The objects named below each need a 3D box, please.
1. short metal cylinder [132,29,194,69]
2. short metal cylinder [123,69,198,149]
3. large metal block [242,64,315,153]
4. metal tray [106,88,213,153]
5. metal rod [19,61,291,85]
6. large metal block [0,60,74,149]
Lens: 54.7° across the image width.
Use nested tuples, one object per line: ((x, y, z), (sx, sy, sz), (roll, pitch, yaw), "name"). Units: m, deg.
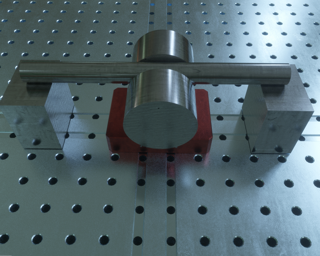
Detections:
((0.004, -0.078, 0.398), (0.080, 0.080, 0.050), (1, 50, 0), "short metal cylinder")
((0.001, -0.020, 0.350), (0.080, 0.080, 0.050), (1, 50, 0), "short metal cylinder")
((0.143, -0.024, 0.391), (0.050, 0.080, 0.080), (1, 50, 1), "large metal block")
((0.000, -0.012, 0.414), (0.131, 0.030, 0.090), (1, 50, 1), "metal tray")
((-0.005, -0.063, 0.356), (0.302, 0.025, 0.025), (1, 50, 0), "metal rod")
((-0.151, -0.030, 0.394), (0.050, 0.080, 0.080), (1, 50, 1), "large metal block")
